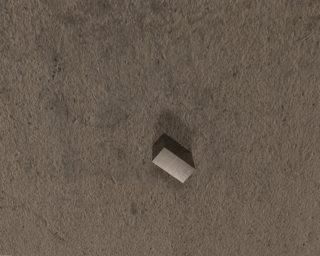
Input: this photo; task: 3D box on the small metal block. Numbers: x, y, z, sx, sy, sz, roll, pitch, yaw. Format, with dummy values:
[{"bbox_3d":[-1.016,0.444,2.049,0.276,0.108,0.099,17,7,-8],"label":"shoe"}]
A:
[{"bbox_3d":[0.017,0.038,0.411,0.050,0.050,0.025,36,106,-13],"label":"small metal block"}]
